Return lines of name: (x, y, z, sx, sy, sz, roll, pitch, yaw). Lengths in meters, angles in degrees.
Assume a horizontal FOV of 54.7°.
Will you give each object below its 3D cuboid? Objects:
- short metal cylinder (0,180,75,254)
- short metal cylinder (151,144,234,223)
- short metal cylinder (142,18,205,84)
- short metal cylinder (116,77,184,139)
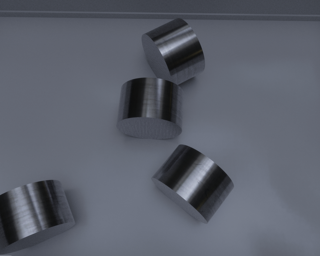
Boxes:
short metal cylinder: (-0.142, 0.098, 0.343, 0.080, 0.080, 0.050, -23, 72, -8)
short metal cylinder: (0.037, 0.064, 0.357, 0.080, 0.080, 0.050, 37, 74, 12)
short metal cylinder: (0.017, -0.099, 0.417, 0.050, 0.080, 0.080, -29, 73, -10)
short metal cylinder: (-0.011, -0.022, 0.388, 0.080, 0.080, 0.050, 4, 70, 1)
